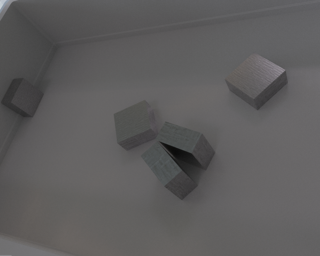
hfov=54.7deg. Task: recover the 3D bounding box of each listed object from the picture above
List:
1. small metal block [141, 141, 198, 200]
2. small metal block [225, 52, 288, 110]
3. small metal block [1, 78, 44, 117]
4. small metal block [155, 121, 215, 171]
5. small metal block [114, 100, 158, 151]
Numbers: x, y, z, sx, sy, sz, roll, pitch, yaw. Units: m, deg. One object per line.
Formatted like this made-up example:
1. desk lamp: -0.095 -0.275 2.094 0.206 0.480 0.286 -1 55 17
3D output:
1. small metal block: 0.011 0.049 0.354 0.025 0.050 0.050 -42 51 0
2. small metal block: 0.117 -0.058 0.380 0.050 0.025 0.050 -42 51 -1
3. small metal block: -0.242 -0.053 0.550 0.025 0.050 0.050 1 62 29
4. small metal block: 0.030 0.021 0.361 0.050 0.050 0.025 19 72 35
5. small metal block: -0.033 -0.004 0.426 0.050 0.025 0.050 -23 53 14
